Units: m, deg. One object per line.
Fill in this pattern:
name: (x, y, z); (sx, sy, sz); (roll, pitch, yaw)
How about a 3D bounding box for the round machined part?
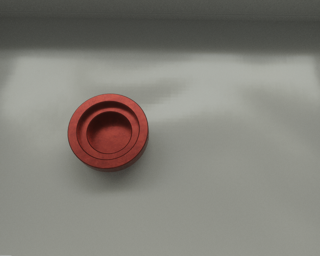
round machined part: (-0.063, 0.009, 0.397); (0.099, 0.042, 0.098); (0, 70, 0)
